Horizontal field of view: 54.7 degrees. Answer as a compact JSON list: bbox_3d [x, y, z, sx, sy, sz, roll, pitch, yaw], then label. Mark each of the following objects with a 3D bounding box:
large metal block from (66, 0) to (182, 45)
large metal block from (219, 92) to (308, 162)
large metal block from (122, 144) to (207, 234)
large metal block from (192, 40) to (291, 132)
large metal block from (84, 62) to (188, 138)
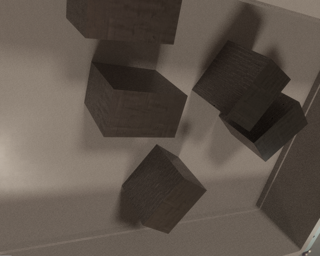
[{"bbox_3d":[-0.036,-0.114,0.284,0.081,0.080,0.050,-4,120,-27],"label":"large metal block"},{"bbox_3d":[0.148,-0.012,0.449,0.080,0.080,0.050,-42,130,1],"label":"large metal block"},{"bbox_3d":[0.003,0.083,0.428,0.050,0.080,0.080,34,99,-39],"label":"large metal block"},{"bbox_3d":[0.101,-0.055,0.396,0.050,0.080,0.080,28,103,-38],"label":"large metal block"},{"bbox_3d":[-0.030,-0.031,0.339,0.081,0.080,0.050,2,118,-30],"label":"large metal block"}]
